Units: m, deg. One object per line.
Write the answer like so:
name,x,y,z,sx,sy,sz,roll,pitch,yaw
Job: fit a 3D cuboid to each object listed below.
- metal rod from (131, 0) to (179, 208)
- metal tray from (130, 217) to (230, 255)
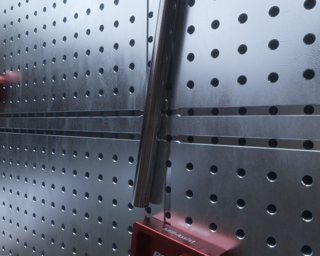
metal rod,-0.006,-0.040,0.414,0.025,0.025,0.298,14,99,39
metal tray,0.018,0.178,0.391,0.130,0.030,0.089,11,97,39
